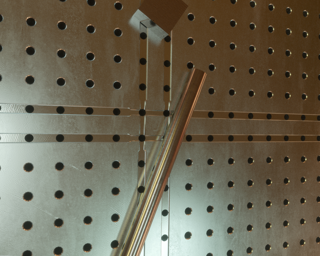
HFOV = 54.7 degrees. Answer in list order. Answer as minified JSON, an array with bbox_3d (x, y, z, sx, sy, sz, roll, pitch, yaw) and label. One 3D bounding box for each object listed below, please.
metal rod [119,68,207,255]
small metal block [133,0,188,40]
[{"bbox_3d":[0.001,0.061,0.413,0.025,0.025,0.299,24,82,-19],"label":"metal rod"},{"bbox_3d":[0.001,-0.157,0.414,0.050,0.025,0.050,36,78,-17],"label":"small metal block"}]
